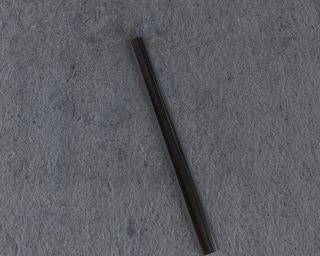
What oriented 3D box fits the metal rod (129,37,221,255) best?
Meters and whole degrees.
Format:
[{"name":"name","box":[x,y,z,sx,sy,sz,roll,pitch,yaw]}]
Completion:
[{"name":"metal rod","box":[0.012,0.009,0.404,0.025,0.025,0.299,-17,71,-6]}]
